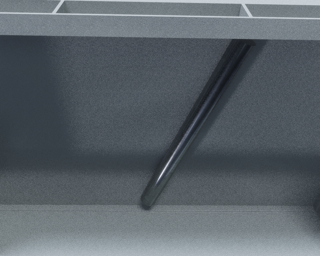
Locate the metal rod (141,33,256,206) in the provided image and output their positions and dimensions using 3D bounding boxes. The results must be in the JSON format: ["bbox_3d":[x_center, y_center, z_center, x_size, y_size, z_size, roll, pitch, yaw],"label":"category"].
[{"bbox_3d":[0.036,0.012,0.419,0.025,0.025,0.298,17,128,-14],"label":"metal rod"}]
